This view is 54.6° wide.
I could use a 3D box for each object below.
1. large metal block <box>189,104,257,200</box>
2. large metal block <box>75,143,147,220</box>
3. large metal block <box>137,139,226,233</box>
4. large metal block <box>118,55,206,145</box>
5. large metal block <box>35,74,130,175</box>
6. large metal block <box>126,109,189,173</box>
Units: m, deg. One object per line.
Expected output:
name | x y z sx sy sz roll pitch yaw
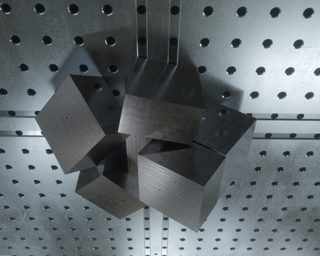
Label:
large metal block | 0.074 0.030 0.390 0.050 0.080 0.080 26 136 28
large metal block | -0.062 0.066 0.429 0.050 0.080 0.080 -33 123 24
large metal block | 0.023 0.060 0.355 0.080 0.050 0.080 23 134 25
large metal block | 0.001 -0.033 0.348 0.080 0.080 0.050 10 129 -8
large metal block | -0.089 -0.005 0.362 0.080 0.080 0.050 -41 163 29
large metal block | -0.001 0.014 0.407 0.080 0.050 0.080 1 130 -1
